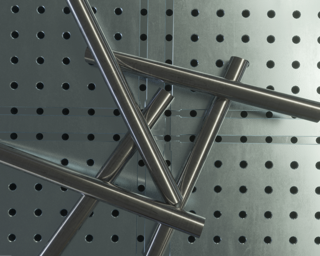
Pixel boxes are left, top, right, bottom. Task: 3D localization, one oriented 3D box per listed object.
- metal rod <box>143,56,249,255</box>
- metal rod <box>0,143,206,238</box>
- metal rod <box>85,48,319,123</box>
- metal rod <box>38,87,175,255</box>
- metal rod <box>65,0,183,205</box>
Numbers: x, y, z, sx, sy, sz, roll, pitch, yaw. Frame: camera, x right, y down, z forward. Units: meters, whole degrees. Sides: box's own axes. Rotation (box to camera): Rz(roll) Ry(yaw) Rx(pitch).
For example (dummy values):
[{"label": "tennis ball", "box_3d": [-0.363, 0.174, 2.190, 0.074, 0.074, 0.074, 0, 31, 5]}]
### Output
[{"label": "metal rod", "box_3d": [0.046, 0.046, 0.414, 0.025, 0.025, 0.299, 24, 90, -1]}, {"label": "metal rod", "box_3d": [-0.092, 0.072, 0.388, 0.301, 0.025, 0.025, 18, 90, 9]}, {"label": "metal rod", "box_3d": [0.049, -0.059, 0.393, 0.301, 0.025, 0.025, 16, 90, 7]}, {"label": "metal rod", "box_3d": [-0.078, 0.074, 0.412, 0.025, 0.025, 0.299, 36, 90, -1]}, {"label": "metal rod", "box_3d": [-0.047, -0.042, 0.385, 0.025, 0.025, 0.299, -26, 92, 0]}]
